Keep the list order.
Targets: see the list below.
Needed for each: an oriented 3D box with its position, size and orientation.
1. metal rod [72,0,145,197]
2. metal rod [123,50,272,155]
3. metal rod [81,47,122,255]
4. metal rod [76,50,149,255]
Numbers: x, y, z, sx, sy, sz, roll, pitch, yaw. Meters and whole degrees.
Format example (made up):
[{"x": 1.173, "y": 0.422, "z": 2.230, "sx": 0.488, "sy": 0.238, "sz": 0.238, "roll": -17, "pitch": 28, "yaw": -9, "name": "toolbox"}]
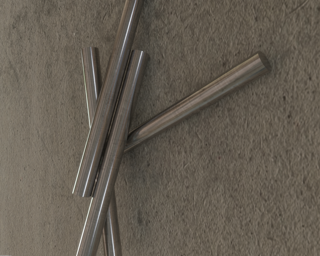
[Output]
[{"x": -0.066, "y": -0.056, "z": 0.419, "sx": 0.025, "sy": 0.025, "sz": 0.299, "roll": 11, "pitch": 85, "yaw": 39, "name": "metal rod"}, {"x": 0.002, "y": -0.007, "z": 0.403, "sx": 0.299, "sy": 0.025, "sz": 0.025, "roll": -30, "pitch": 71, "yaw": 35, "name": "metal rod"}, {"x": -0.083, "y": 0.035, "z": 0.440, "sx": 0.025, "sy": 0.025, "sz": 0.298, "roll": -9, "pitch": 87, "yaw": 40, "name": "metal rod"}, {"x": -0.064, "y": 0.041, "z": 0.415, "sx": 0.025, "sy": 0.025, "sz": 0.299, "roll": 10, "pitch": 84, "yaw": 39, "name": "metal rod"}]
